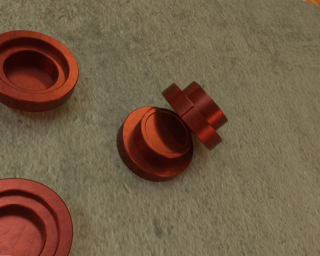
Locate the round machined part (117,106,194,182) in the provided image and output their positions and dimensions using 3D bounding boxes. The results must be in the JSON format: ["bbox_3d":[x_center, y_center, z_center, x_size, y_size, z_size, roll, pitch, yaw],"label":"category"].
[{"bbox_3d":[0.000,0.014,0.386,0.099,0.042,0.098,14,56,-21],"label":"round machined part"}]

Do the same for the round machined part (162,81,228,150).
[{"bbox_3d":[0.050,-0.022,0.399,0.098,0.042,0.098,49,6,-6],"label":"round machined part"}]

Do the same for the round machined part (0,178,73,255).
[{"bbox_3d":[-0.129,0.096,0.265,0.099,0.042,0.098,14,56,-21],"label":"round machined part"}]

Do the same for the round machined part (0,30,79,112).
[{"bbox_3d":[-0.146,-0.059,0.351,0.099,0.042,0.098,14,56,-21],"label":"round machined part"}]
